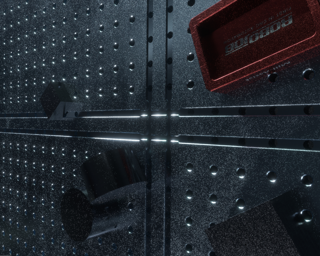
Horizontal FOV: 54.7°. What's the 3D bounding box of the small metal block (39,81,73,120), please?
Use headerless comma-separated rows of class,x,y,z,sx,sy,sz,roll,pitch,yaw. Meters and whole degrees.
small metal block,-0.191,-0.050,0.567,0.050,0.025,0.050,-47,62,30

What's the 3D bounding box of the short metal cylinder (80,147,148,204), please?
short metal cylinder,-0.063,0.066,0.426,0.080,0.081,0.050,-35,69,34

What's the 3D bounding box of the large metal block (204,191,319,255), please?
large metal block,0.105,0.120,0.307,0.080,0.050,0.080,-38,67,33

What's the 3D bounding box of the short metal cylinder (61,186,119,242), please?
short metal cylinder,-0.110,0.130,0.484,0.080,0.050,0.079,0,90,40

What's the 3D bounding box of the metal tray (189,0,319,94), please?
metal tray,0.099,-0.100,0.323,0.130,0.030,0.090,-21,77,38
